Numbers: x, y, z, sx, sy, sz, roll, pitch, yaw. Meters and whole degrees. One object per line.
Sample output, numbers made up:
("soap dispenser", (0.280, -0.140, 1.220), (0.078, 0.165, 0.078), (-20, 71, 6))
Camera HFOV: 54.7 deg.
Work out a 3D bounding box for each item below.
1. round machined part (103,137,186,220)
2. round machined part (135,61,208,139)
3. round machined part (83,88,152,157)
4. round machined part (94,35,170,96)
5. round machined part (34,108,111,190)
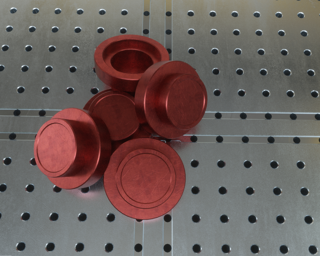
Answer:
("round machined part", (-0.018, 0.059, 0.368), (0.099, 0.042, 0.097), (1, 81, -6))
("round machined part", (0.021, -0.034, 0.384), (0.042, 0.098, 0.098), (15, 64, 49))
("round machined part", (-0.056, -0.010, 0.404), (0.099, 0.042, 0.098), (0, 70, -1))
("round machined part", (-0.038, -0.082, 0.420), (0.099, 0.042, 0.098), (4, 49, -4))
("round machined part", (-0.110, 0.024, 0.367), (0.098, 0.042, 0.097), (-3, 83, 29))
